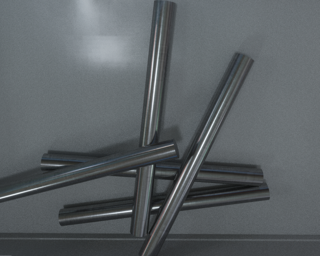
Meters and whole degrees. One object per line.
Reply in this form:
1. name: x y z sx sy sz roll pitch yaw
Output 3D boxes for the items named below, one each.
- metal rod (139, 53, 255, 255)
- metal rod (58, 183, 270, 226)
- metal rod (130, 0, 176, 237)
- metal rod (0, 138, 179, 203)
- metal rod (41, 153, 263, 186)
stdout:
1. metal rod: 0.043 0.046 0.406 0.025 0.025 0.298 23 100 -9
2. metal rod: 0.005 0.111 0.451 0.302 0.025 0.025 -8 110 2
3. metal rod: -0.012 -0.001 0.391 0.025 0.025 0.298 6 104 -3
4. metal rod: -0.123 0.064 0.405 0.301 0.025 0.025 -15 110 11
5. metal rod: -0.009 0.058 0.431 0.302 0.025 0.025 4 110 -2
